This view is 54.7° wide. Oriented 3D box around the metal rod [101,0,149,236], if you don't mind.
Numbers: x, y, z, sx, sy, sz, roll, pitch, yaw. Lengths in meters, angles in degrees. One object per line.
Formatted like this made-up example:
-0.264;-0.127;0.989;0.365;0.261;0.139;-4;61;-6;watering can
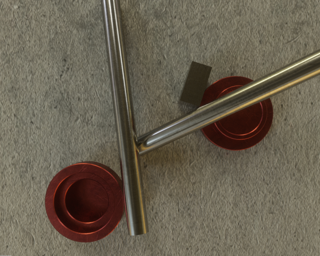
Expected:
-0.046;-0.021;0.389;0.025;0.025;0.298;-8;82;0;metal rod

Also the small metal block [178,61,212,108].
0.043;-0.054;0.398;0.025;0.050;0.050;18;90;0;small metal block

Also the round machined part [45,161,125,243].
-0.091;0.091;0.398;0.099;0.042;0.097;0;91;4;round machined part

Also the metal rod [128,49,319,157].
0.087;-0.030;0.358;0.300;0.025;0.025;-26;90;21;metal rod

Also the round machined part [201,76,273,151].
0.099;-0.019;0.402;0.099;0.042;0.097;0;90;-1;round machined part
